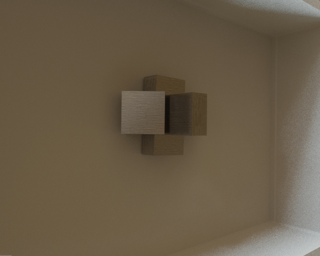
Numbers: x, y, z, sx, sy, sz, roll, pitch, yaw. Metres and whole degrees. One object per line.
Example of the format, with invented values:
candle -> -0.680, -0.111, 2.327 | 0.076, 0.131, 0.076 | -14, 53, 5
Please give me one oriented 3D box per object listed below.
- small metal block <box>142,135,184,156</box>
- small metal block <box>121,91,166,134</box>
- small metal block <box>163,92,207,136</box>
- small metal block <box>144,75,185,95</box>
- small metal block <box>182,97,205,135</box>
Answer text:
small metal block -> 0.005, 0.010, 0.408 | 0.050, 0.025, 0.050 | 3, 88, -40
small metal block -> -0.019, -0.018, 0.370 | 0.050, 0.025, 0.050 | 1, 90, 3
small metal block -> 0.030, -0.016, 0.380 | 0.025, 0.050, 0.050 | 1, 90, -41
small metal block -> 0.006, -0.040, 0.408 | 0.050, 0.025, 0.050 | 3, 88, -41
small metal block -> 0.047, -0.016, 0.428 | 0.050, 0.025, 0.050 | 5, 86, -79
